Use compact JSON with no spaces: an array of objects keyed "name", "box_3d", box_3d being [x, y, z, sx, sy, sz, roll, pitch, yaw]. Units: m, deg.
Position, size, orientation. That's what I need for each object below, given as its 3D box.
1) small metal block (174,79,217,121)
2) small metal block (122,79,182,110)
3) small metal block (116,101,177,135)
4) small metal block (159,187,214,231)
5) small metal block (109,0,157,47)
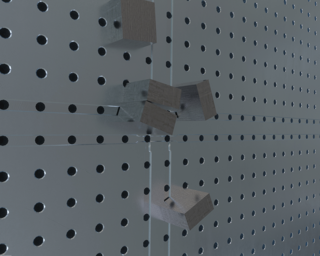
[{"name":"small metal block","box_3d":[0.046,-0.037,0.430,0.025,0.050,0.050,-26,107,-37]},{"name":"small metal block","box_3d":[-0.010,-0.039,0.383,0.050,0.050,0.025,12,82,-39]},{"name":"small metal block","box_3d":[-0.017,-0.011,0.378,0.050,0.050,0.025,23,76,-38]},{"name":"small metal block","box_3d":[0.036,0.108,0.422,0.050,0.050,0.025,-29,108,-36]},{"name":"small metal block","box_3d":[-0.033,-0.130,0.381,0.050,0.025,0.050,-6,94,-40]}]
